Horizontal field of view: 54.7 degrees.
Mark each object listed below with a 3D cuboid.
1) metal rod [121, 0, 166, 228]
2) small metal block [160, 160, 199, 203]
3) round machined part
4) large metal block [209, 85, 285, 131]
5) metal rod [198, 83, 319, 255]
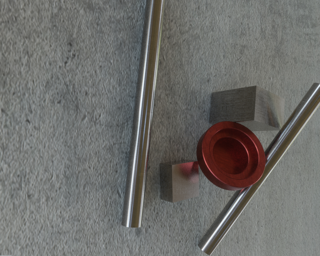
[{"bbox_3d":[-0.019,-0.030,0.390,0.025,0.025,0.298,10,84,-40],"label":"metal rod"},{"bbox_3d":[0.027,0.072,0.430,0.050,0.025,0.050,-3,92,-40],"label":"small metal block"},{"bbox_3d":[0.098,0.042,0.449,0.099,0.042,0.098,7,65,-15],"label":"round machined part"},{"bbox_3d":[0.136,-0.026,0.484,0.081,0.080,0.050,13,79,-40],"label":"large metal block"},{"bbox_3d":[0.154,0.062,0.464,0.025,0.025,0.299,35,91,-35],"label":"metal rod"}]
